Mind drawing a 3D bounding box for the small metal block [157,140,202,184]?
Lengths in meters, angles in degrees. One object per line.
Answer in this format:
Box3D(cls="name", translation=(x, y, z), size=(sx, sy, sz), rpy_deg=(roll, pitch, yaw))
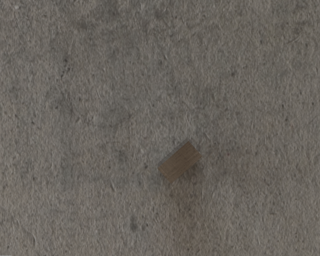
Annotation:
Box3D(cls="small metal block", translation=(0.024, 0.041, 0.398), size=(0.050, 0.050, 0.025), rpy_deg=(-41, 90, 0))
